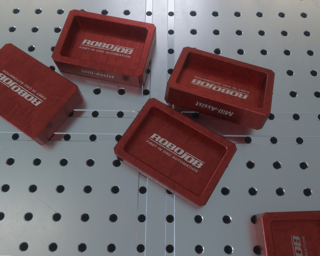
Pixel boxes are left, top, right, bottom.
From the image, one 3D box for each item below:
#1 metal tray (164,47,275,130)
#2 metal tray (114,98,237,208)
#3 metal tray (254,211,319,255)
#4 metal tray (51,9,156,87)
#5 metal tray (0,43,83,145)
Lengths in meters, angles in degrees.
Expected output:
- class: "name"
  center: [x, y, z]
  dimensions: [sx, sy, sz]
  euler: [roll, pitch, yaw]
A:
- class: "metal tray"
  center: [0.081, -0.056, 0.414]
  dimensions: [0.130, 0.030, 0.090]
  euler: [17, 51, 6]
- class: "metal tray"
  center: [0.019, 0.030, 0.398]
  dimensions: [0.130, 0.030, 0.090]
  euler: [31, 73, 10]
- class: "metal tray"
  center: [0.164, 0.162, 0.350]
  dimensions: [0.090, 0.030, 0.130]
  euler: [-2, 70, -1]
- class: "metal tray"
  center: [-0.078, -0.117, 0.451]
  dimensions: [0.131, 0.030, 0.090]
  euler: [12, 70, 4]
- class: "metal tray"
  center: [-0.186, -0.049, 0.426]
  dimensions: [0.130, 0.030, 0.090]
  euler: [32, 73, 11]
